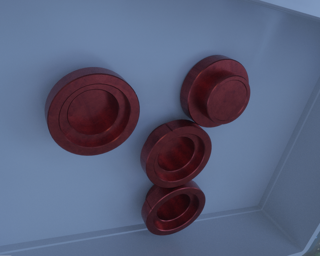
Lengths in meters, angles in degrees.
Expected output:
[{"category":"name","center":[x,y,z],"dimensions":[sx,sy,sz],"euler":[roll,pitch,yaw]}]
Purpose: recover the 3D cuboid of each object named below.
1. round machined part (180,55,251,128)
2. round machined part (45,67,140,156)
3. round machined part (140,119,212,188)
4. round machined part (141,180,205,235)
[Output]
[{"category":"round machined part","center":[0.080,-0.044,0.411],"dimensions":[0.099,0.042,0.097],"euler":[-14,122,-23]},{"category":"round machined part","center":[-0.076,-0.021,0.343],"dimensions":[0.099,0.042,0.097],"euler":[-14,124,-21]},{"category":"round machined part","center":[0.018,0.031,0.426],"dimensions":[0.099,0.042,0.097],"euler":[-14,124,-21]},{"category":"round machined part","center":[0.017,0.114,0.475],"dimensions":[0.099,0.042,0.097],"euler":[-15,128,-20]}]
